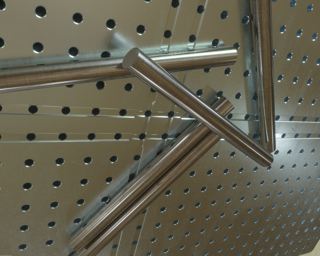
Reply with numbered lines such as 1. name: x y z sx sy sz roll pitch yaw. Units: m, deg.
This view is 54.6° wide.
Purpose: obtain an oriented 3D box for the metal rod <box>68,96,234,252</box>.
1. metal rod: -0.013 0.066 0.443 0.300 0.025 0.025 -43 129 1

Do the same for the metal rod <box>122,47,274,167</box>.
1. metal rod: 0.071 -0.010 0.409 0.301 0.025 0.025 31 101 -38

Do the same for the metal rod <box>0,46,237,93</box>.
1. metal rod: -0.045 -0.067 0.344 0.302 0.025 0.025 -11 123 -23

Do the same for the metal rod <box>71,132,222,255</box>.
1. metal rod: -0.019 0.102 0.462 0.300 0.025 0.025 -43 129 1

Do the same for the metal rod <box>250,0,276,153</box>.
1. metal rod: 0.149 -0.079 0.442 0.025 0.025 0.299 -27 128 -12
